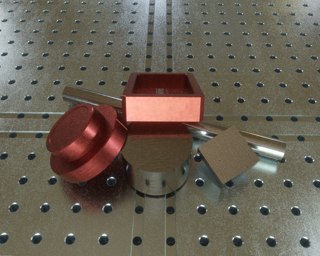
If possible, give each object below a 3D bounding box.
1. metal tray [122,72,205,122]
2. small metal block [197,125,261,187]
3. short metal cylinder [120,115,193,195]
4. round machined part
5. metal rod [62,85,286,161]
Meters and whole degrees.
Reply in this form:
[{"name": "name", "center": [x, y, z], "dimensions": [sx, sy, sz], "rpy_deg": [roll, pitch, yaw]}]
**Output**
[{"name": "metal tray", "center": [0.003, -0.044, 0.398], "dimensions": [0.091, 0.030, 0.130], "rpy_deg": [0, 21, -1]}, {"name": "small metal block", "center": [0.079, 0.033, 0.361], "dimensions": [0.050, 0.025, 0.050], "rpy_deg": [-32, 72, -5]}, {"name": "short metal cylinder", "center": [-0.004, 0.031, 0.361], "dimensions": [0.081, 0.050, 0.080], "rpy_deg": [0, 50, 0]}, {"name": "round machined part", "center": [-0.089, 0.010, 0.352], "dimensions": [0.098, 0.042, 0.098], "rpy_deg": [-24, 40, 22]}, {"name": "metal rod", "center": [0.009, -0.011, 0.412], "dimensions": [0.301, 0.025, 0.025], "rpy_deg": [15, 52, 12]}]
